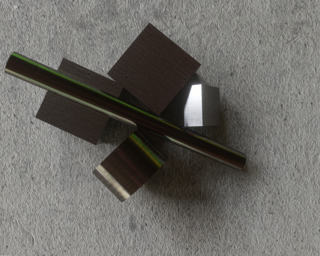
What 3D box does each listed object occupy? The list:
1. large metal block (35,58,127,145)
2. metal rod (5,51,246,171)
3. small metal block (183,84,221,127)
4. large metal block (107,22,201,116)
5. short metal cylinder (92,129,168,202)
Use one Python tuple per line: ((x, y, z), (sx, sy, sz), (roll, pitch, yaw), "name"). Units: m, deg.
((-0.097, -0.032, 0.398), (0.080, 0.050, 0.080), (25, 90, 0), "large metal block")
((-0.026, -0.012, 0.370), (0.302, 0.025, 0.025), (23, 90, -17), "metal rod")
((0.054, -0.028, 0.397), (0.025, 0.050, 0.050), (-2, 90, 36), "small metal block")
((-0.007, -0.071, 0.396), (0.080, 0.050, 0.080), (39, 90, 0), "large metal block")
((-0.036, 0.045, 0.383), (0.080, 0.080, 0.050), (-44, 90, 0), "short metal cylinder")
